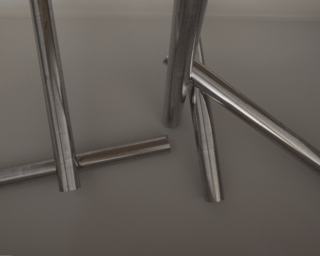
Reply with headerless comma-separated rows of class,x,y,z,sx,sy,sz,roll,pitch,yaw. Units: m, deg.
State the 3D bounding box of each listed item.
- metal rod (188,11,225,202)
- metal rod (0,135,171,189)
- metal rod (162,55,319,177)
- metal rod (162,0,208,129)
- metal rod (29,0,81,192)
metal rod,0.044,-0.060,0.374,0.025,0.025,0.298,-9,93,-4
metal rod,-0.136,0.051,0.389,0.302,0.025,0.025,-11,71,-5
metal rod,0.133,0.002,0.362,0.301,0.025,0.025,35,73,-8
metal rod,0.021,-0.070,0.283,0.025,0.299,0.025,1,66,-2
metal rod,-0.129,-0.075,0.363,0.025,0.025,0.298,-9,91,-4
